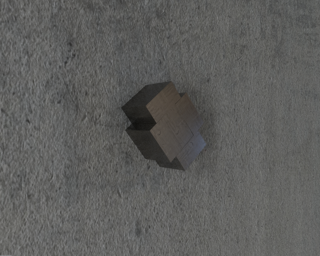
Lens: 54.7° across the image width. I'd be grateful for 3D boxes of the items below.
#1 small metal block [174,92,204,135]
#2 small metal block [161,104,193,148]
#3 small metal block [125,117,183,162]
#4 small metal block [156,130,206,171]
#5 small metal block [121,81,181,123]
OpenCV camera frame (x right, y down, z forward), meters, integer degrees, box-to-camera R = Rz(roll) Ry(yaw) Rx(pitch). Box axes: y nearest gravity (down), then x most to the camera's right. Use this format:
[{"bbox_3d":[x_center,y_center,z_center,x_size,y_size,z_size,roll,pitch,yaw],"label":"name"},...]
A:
[{"bbox_3d":[0.022,-0.018,0.410,0.025,0.050,0.050,-49,119,-29],"label":"small metal block"},{"bbox_3d":[0.007,-0.002,0.397,0.025,0.050,0.050,-48,119,-30],"label":"small metal block"},{"bbox_3d":[-0.008,0.014,0.384,0.025,0.050,0.050,-48,119,-30],"label":"small metal block"},{"bbox_3d":[0.024,0.028,0.412,0.050,0.050,0.025,-47,119,-30],"label":"small metal block"},{"bbox_3d":[-0.011,-0.031,0.382,0.050,0.050,0.025,-47,119,-30],"label":"small metal block"}]
